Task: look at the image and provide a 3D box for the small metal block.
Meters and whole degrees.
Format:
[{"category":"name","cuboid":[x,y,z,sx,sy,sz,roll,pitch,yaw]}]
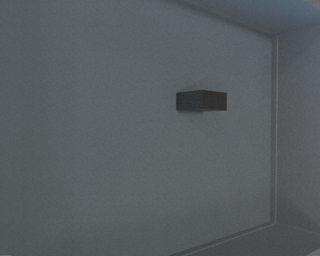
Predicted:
[{"category":"small metal block","cuboid":[0.058,-0.037,0.438,0.050,0.050,0.025,1,90,-40]}]
